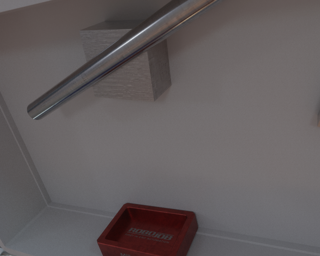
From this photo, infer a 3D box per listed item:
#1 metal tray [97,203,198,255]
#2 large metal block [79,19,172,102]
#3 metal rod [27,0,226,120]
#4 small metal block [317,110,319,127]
[{"bbox_3d":[-0.018,0.163,0.474,0.130,0.090,0.030,0,118,28],"label":"metal tray"},{"bbox_3d":[-0.037,-0.080,0.361,0.080,0.050,0.079,6,121,24],"label":"large metal block"},{"bbox_3d":[-0.054,-0.070,0.327,0.299,0.025,0.025,-23,106,36],"label":"metal rod"},{"bbox_3d":[0.186,-0.022,0.297,0.050,0.025,0.050,16,125,18],"label":"small metal block"}]
